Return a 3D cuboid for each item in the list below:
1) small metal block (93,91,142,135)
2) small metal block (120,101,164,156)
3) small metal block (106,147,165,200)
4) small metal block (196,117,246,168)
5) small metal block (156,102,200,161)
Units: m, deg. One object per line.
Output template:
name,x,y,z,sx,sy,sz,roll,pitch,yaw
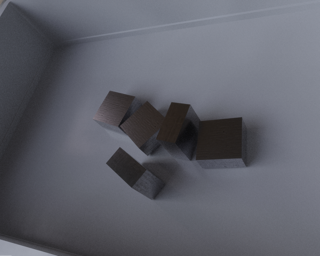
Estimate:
small metal block,-0.060,-0.022,0.446,0.050,0.025,0.050,16,70,34
small metal block,-0.017,0.000,0.410,0.050,0.025,0.050,-43,51,-2
small metal block,-0.028,0.054,0.367,0.050,0.050,0.025,35,82,37
small metal block,0.071,0.018,0.354,0.050,0.025,0.050,-5,59,25
small metal block,0.025,0.005,0.370,0.025,0.050,0.050,10,67,31
